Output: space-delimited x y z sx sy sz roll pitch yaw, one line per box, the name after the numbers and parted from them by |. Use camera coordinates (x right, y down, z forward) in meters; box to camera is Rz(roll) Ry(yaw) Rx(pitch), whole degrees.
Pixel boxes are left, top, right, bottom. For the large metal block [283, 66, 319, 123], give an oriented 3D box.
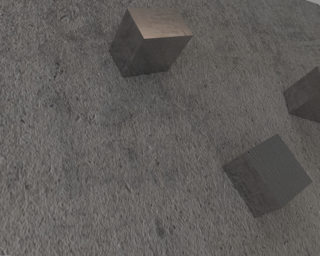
0.287 -0.057 0.557 0.081 0.080 0.050 13 56 -21 | large metal block

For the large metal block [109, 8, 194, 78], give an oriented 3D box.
-0.015 -0.119 0.433 0.081 0.080 0.050 -16 70 -34 | large metal block

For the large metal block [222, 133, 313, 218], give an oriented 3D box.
0.147 0.064 0.428 0.081 0.050 0.080 -22 74 -36 | large metal block
